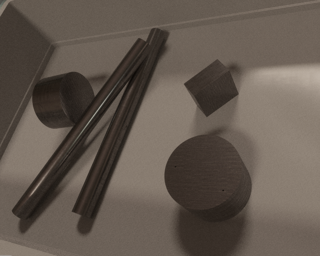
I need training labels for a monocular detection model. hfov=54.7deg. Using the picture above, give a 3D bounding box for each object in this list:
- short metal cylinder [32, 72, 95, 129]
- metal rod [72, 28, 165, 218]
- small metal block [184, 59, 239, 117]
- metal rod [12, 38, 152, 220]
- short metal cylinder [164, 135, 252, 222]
[{"bbox_3d":[-0.143,-0.041,0.468,0.050,0.080,0.080,-7,59,24],"label":"short metal cylinder"},{"bbox_3d":[-0.051,-0.022,0.444,0.025,0.025,0.300,7,65,31],"label":"metal rod"},{"bbox_3d":[0.065,-0.048,0.385,0.050,0.050,0.025,-36,51,4],"label":"small metal block"},{"bbox_3d":[-0.109,-0.001,0.442,0.025,0.025,0.300,32,85,37],"label":"metal rod"},{"bbox_3d":[0.052,0.054,0.329,0.080,0.050,0.080,-13,56,20],"label":"short metal cylinder"}]
